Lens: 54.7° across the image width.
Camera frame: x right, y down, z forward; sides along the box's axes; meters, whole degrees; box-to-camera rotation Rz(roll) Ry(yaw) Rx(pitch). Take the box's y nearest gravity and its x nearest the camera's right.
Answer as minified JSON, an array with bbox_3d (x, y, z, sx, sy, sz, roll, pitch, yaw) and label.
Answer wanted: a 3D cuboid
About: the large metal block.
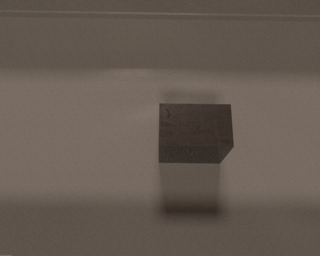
[{"bbox_3d":[0.039,0.010,0.377,0.081,0.080,0.050,1,70,0],"label":"large metal block"}]
